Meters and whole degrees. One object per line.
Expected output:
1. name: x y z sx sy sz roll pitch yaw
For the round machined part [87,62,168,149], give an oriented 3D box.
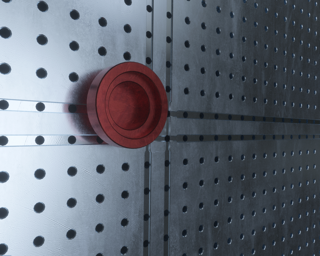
1. round machined part: -0.041 -0.025 0.363 0.099 0.042 0.097 0 90 -40
